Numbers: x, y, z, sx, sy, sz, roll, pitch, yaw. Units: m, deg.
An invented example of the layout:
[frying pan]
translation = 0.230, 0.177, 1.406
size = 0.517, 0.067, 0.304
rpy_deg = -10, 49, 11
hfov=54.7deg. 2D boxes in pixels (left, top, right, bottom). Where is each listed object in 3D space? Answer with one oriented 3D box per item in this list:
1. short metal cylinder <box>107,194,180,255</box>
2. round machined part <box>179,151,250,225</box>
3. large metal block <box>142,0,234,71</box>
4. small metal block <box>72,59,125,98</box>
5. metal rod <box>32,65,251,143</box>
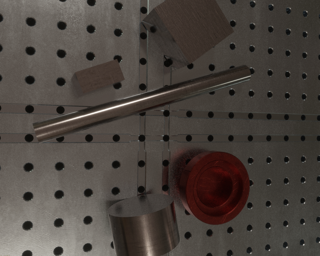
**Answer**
[short metal cylinder]
translation = -0.019, 0.117, 0.377
size = 0.081, 0.080, 0.050
rpy_deg = -11, 94, -20
[round machined part]
translation = 0.071, 0.080, 0.432
size = 0.099, 0.042, 0.097
rpy_deg = 0, 90, -21
[large metal block]
translation = 0.037, -0.136, 0.414
size = 0.080, 0.050, 0.080
rpy_deg = -39, 103, -16
[small metal block]
translation = -0.076, -0.059, 0.372
size = 0.050, 0.050, 0.025
rpy_deg = -23, 98, -19
[metal rod]
translation = -0.009, -0.038, 0.410
size = 0.302, 0.025, 0.025
rpy_deg = -18, 96, -20
